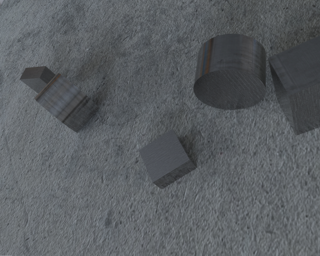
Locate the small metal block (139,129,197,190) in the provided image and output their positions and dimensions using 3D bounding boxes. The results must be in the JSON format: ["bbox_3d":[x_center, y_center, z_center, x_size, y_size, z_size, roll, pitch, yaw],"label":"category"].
[{"bbox_3d":[0.009,0.038,0.376,0.050,0.025,0.050,-33,52,6],"label":"small metal block"}]

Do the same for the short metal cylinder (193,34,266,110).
[{"bbox_3d":[0.082,-0.063,0.364,0.080,0.080,0.050,-4,60,26],"label":"short metal cylinder"}]

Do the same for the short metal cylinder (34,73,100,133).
[{"bbox_3d":[-0.138,-0.037,0.463,0.080,0.080,0.050,34,81,38],"label":"short metal cylinder"}]

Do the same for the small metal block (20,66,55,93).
[{"bbox_3d":[-0.207,-0.082,0.547,0.050,0.050,0.025,2,63,29],"label":"small metal block"}]

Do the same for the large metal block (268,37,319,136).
[{"bbox_3d":[0.163,-0.045,0.311,0.080,0.080,0.050,-23,54,14],"label":"large metal block"}]
